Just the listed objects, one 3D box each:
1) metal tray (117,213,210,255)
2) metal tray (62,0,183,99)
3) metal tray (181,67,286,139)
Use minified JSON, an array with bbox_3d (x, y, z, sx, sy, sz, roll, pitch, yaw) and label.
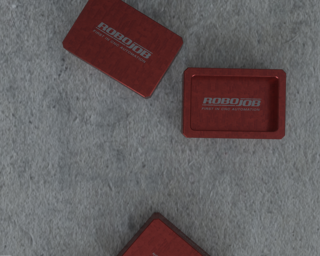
[{"bbox_3d":[0.015,0.188,0.408,0.130,0.030,0.090,41,90,-1],"label":"metal tray"},{"bbox_3d":[-0.047,-0.109,0.407,0.130,0.030,0.090,32,90,-1],"label":"metal tray"},{"bbox_3d":[0.095,-0.031,0.408,0.131,0.030,0.089,1,90,-1],"label":"metal tray"}]
